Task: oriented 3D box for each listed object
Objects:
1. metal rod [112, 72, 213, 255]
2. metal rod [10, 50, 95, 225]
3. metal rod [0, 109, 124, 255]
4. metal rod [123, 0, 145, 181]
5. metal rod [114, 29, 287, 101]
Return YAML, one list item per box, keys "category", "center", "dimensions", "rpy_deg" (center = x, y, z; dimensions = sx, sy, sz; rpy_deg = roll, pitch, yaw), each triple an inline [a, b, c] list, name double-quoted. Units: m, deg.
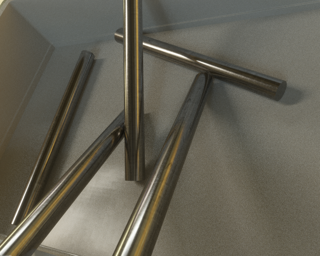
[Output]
- category: "metal rod"
  center: [0.014, 0.023, 0.301]
  dimensions: [0.025, 0.025, 0.301]
  rpy_deg: [-6, 33, 25]
- category: "metal rod"
  center: [-0.160, 0.002, 0.485]
  dimensions: [0.025, 0.025, 0.300]
  rpy_deg: [-1, 61, 27]
- category: "metal rod"
  center: [-0.087, 0.053, 0.319]
  dimensions: [0.025, 0.025, 0.301]
  rpy_deg: [-7, 27, 24]
- category: "metal rod"
  center: [-0.034, -0.084, 0.396]
  dimensions: [0.025, 0.025, 0.298]
  rpy_deg: [-4, 85, 26]
- category: "metal rod"
  center: [0.035, -0.102, 0.448]
  dimensions: [0.300, 0.025, 0.025]
  rpy_deg: [29, 78, 37]
